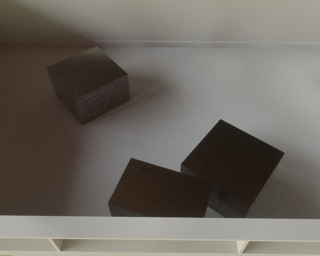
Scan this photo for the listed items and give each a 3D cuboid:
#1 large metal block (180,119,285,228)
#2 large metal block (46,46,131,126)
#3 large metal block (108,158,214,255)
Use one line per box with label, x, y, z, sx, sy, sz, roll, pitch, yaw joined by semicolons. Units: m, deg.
large metal block;0.079;0.048;0.349;0.080;0.050;0.080;31;56;23
large metal block;-0.100;-0.062;0.440;0.081;0.050;0.080;-31;57;-24
large metal block;0.002;0.082;0.300;0.080;0.080;0.050;15;52;12
